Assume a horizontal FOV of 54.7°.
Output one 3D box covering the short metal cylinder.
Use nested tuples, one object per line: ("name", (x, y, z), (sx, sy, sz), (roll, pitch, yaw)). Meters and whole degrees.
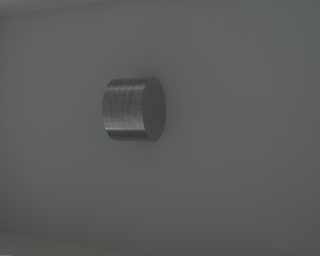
("short metal cylinder", (-0.030, -0.023, 0.388), (0.050, 0.080, 0.079), (0, 90, 20))
